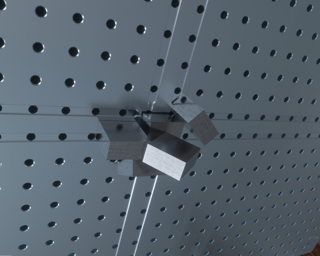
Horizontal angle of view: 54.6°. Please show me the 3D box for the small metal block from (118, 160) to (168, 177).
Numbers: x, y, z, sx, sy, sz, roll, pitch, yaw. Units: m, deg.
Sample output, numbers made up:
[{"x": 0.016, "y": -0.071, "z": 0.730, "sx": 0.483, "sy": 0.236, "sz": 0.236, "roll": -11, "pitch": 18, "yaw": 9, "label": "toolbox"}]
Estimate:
[{"x": -0.023, "y": 0.049, "z": 0.409, "sx": 0.050, "sy": 0.050, "sz": 0.025, "roll": 1, "pitch": 86, "yaw": -29, "label": "small metal block"}]

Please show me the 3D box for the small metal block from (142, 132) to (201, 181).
[{"x": 0.015, "y": 0.033, "z": 0.377, "sx": 0.050, "sy": 0.050, "sz": 0.025, "roll": -31, "pitch": 142, "yaw": -59, "label": "small metal block"}]

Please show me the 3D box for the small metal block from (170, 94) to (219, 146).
[{"x": 0.046, "y": -0.011, "z": 0.412, "sx": 0.025, "sy": 0.050, "sz": 0.050, "roll": -41, "pitch": 130, "yaw": -1, "label": "small metal block"}]

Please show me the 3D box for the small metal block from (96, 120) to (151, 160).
[{"x": -0.046, "y": 0.014, "z": 0.378, "sx": 0.050, "sy": 0.050, "sz": 0.025, "roll": 2, "pitch": 118, "yaw": -29, "label": "small metal block"}]

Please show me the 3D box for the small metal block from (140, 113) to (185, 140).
[{"x": 0.000, "y": 0.008, "z": 0.415, "sx": 0.050, "sy": 0.025, "sz": 0.050, "roll": 1, "pitch": 118, "yaw": -30, "label": "small metal block"}]
